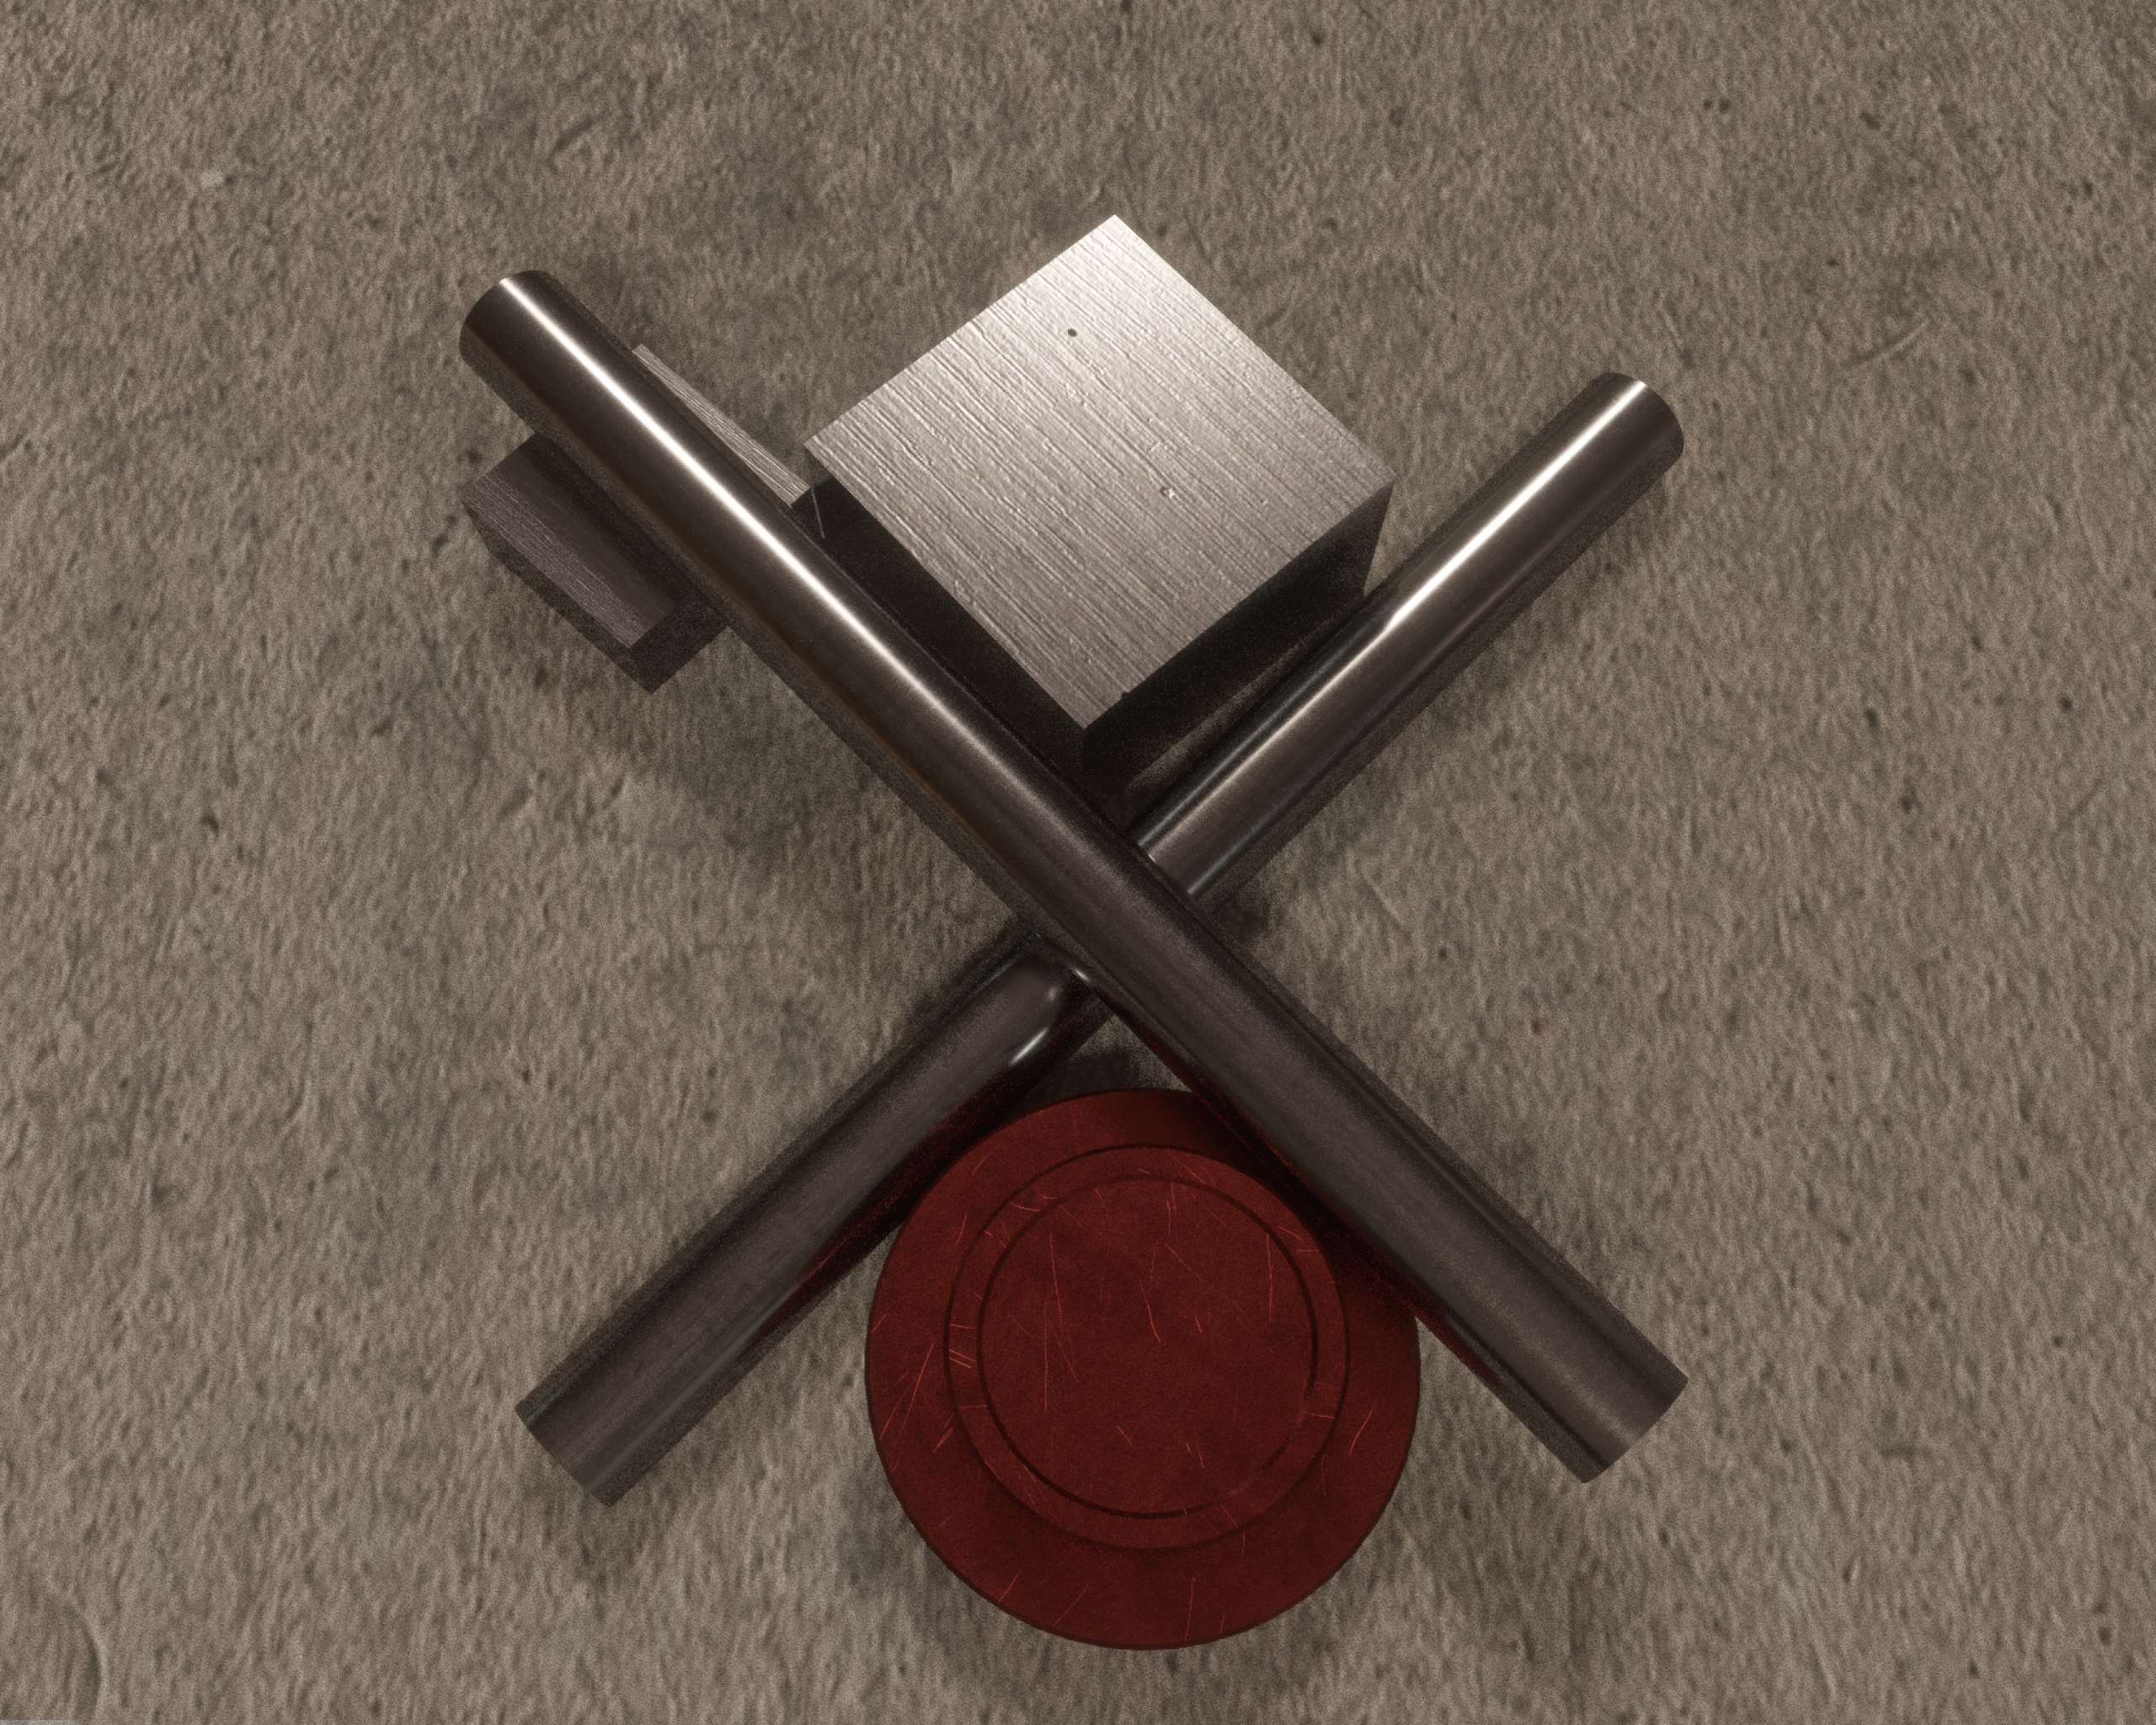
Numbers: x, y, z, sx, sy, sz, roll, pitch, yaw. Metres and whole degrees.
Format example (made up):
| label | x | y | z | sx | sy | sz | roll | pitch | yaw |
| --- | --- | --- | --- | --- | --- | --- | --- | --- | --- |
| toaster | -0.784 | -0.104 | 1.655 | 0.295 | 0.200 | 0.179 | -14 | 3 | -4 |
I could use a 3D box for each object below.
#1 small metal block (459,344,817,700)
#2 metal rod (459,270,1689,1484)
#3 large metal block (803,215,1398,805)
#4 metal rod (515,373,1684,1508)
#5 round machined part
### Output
| label | x | y | z | sx | sy | sz | roll | pitch | yaw |
| --- | --- | --- | --- | --- | --- | --- | --- | --- | --- |
| small metal block | -0.090 | -0.071 | 0.435 | 0.050 | 0.025 | 0.050 | 41 | 75 | 13 |
| metal rod | -0.011 | -0.007 | 0.385 | 0.025 | 0.025 | 0.300 | -42 | 76 | -14 |
| large metal block | 0.004 | -0.069 | 0.422 | 0.080 | 0.050 | 0.080 | -40 | 75 | -14 |
| metal rod | 0.014 | 0.005 | 0.409 | 0.025 | 0.025 | 0.301 | 43 | 75 | 13 |
| round machined part | 0.012 | 0.087 | 0.368 | 0.099 | 0.042 | 0.098 | 0 | 70 | -1 |
